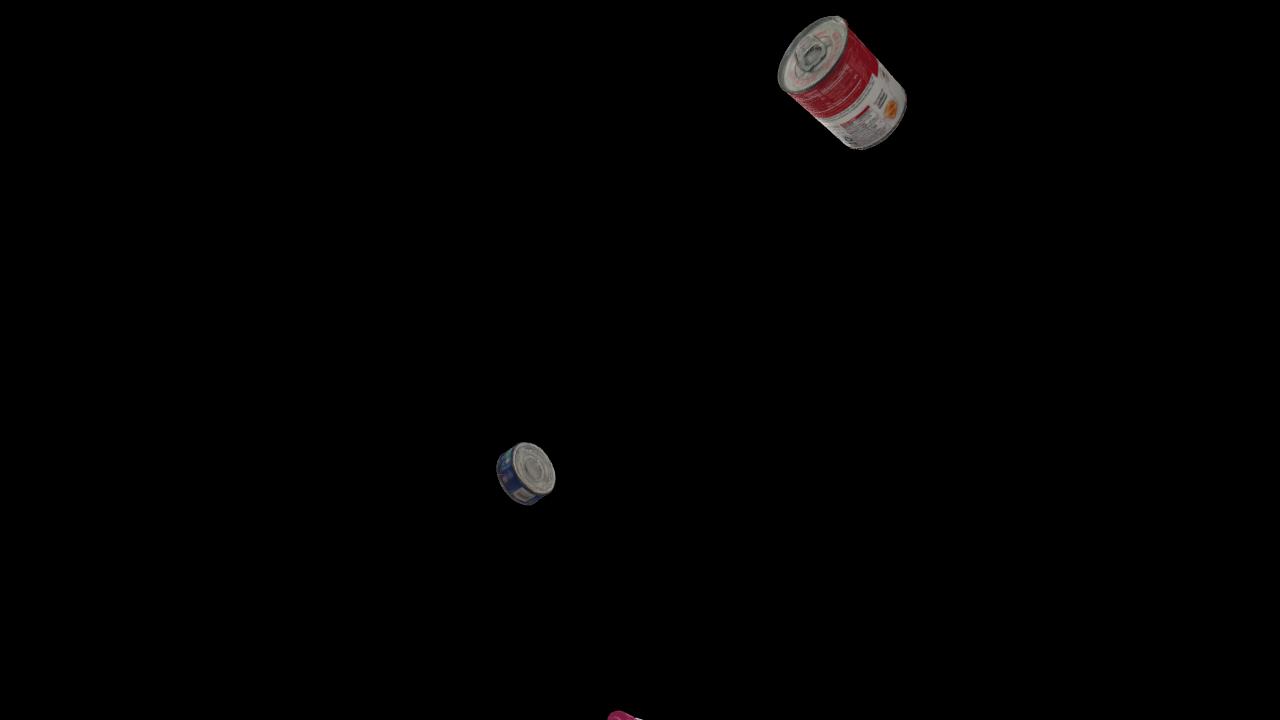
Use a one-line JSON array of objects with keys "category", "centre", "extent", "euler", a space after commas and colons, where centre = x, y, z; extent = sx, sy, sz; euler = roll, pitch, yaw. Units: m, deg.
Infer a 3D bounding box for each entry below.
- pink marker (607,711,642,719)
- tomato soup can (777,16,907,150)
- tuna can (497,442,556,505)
[{"category": "pink marker", "centre": [0.009, 0.288, 0.471], "extent": [0.020, 0.020, 0.121], "euler": [0, -34, 34]}, {"category": "tomato soup can", "centre": [0.178, -0.237, 0.535], "extent": [0.101, 0.068, 0.068], "euler": [21, -13, -36]}, {"category": "tuna can", "centre": [-0.159, 0.158, 0.865], "extent": [0.034, 0.084, 0.084], "euler": [-35, -16, 24]}]
